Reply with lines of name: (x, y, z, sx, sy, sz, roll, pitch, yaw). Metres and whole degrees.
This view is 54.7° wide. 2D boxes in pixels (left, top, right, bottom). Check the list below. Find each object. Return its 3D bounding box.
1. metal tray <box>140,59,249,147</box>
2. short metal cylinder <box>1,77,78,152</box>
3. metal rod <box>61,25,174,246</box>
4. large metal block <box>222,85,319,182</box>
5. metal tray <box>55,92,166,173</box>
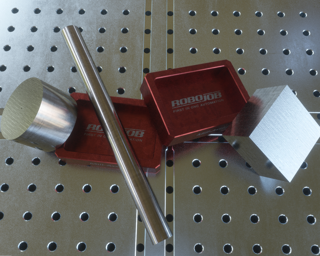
metal tray: (0.050, -0.036, 0.402, 0.131, 0.030, 0.090, -14, 70, -23)
short metal cylinder: (-0.149, -0.016, 0.384, 0.080, 0.050, 0.080, -16, 61, 31)
metal rod: (-0.060, -0.006, 0.381, 0.025, 0.025, 0.299, -24, 72, -8)
large metal block: (0.138, 0.006, 0.378, 0.080, 0.050, 0.080, 45, 74, -18)
metal tray: (-0.060, 0.006, 0.406, 0.131, 0.030, 0.090, 6, 70, 2)
